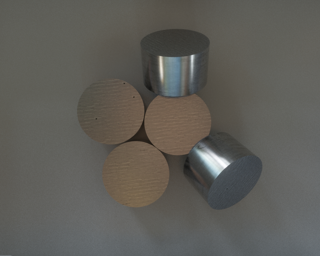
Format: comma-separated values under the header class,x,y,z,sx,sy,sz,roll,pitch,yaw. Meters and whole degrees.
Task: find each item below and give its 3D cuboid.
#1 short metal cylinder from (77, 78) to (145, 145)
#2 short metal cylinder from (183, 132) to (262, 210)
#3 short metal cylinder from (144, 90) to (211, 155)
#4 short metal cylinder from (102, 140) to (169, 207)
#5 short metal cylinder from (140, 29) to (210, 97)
class,x,y,z,sx,sy,sz,roll,pitch,yaw
short metal cylinder,-0.059,-0.020,0.396,0.081,0.050,0.079,0,90,-1
short metal cylinder,0.076,0.052,0.378,0.081,0.050,0.079,-18,129,-23
short metal cylinder,0.021,-0.007,0.397,0.081,0.050,0.079,0,90,-1
short metal cylinder,-0.029,0.055,0.397,0.081,0.050,0.079,0,90,-1
short metal cylinder,0.018,-0.081,0.375,0.081,0.080,0.050,-3,129,-1
